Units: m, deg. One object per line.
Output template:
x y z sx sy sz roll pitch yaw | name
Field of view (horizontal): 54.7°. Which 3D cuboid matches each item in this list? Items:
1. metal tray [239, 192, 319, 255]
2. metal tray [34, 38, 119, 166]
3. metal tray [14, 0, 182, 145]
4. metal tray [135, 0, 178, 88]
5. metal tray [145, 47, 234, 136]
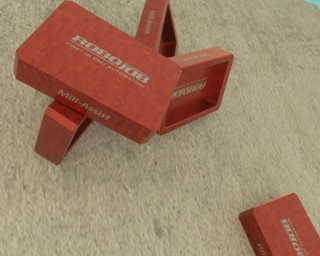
0.168 0.157 0.398 0.091 0.030 0.130 -9 66 -32 | metal tray
-0.079 -0.030 0.338 0.030 0.090 0.130 35 51 -6 | metal tray
-0.051 -0.053 0.290 0.131 0.030 0.090 29 52 -11 | metal tray
-0.003 -0.109 0.428 0.030 0.090 0.130 -1 54 15 | metal tray
0.040 -0.052 0.410 0.131 0.089 0.030 -23 45 -39 | metal tray
